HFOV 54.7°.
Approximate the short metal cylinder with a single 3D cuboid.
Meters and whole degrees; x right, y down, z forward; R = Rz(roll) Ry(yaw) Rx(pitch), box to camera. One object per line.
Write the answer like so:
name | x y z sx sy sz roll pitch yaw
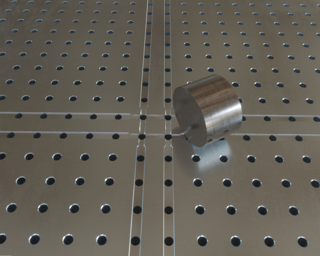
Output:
short metal cylinder | 0.058 -0.022 0.391 0.050 0.080 0.080 -22 54 -18
